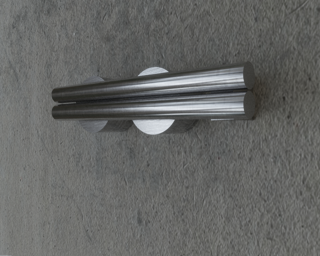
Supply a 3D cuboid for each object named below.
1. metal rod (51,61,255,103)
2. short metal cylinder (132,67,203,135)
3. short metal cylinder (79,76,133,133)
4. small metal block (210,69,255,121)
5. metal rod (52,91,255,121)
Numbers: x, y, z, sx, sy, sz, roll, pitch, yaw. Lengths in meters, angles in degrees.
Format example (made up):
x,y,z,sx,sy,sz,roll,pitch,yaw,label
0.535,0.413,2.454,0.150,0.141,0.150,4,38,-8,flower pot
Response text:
x,y,z,sx,sy,sz,roll,pitch,yaw,label
-0.036,-0.048,0.370,0.300,0.025,0.025,1,91,40,metal rod
0.007,-0.032,0.385,0.080,0.050,0.080,0,90,40,short metal cylinder
-0.078,-0.033,0.454,0.080,0.050,0.080,0,90,40,short metal cylinder
0.077,-0.033,0.328,0.025,0.050,0.050,-2,88,40,small metal block
-0.036,-0.022,0.370,0.300,0.025,0.025,1,91,40,metal rod
